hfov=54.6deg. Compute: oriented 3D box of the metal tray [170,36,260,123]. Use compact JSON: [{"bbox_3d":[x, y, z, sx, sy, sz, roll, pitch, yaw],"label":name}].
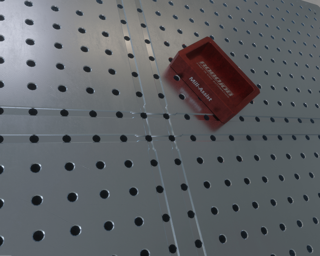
[{"bbox_3d":[0.091,-0.081,0.502,0.130,0.030,0.091,49,51,6],"label":"metal tray"}]
